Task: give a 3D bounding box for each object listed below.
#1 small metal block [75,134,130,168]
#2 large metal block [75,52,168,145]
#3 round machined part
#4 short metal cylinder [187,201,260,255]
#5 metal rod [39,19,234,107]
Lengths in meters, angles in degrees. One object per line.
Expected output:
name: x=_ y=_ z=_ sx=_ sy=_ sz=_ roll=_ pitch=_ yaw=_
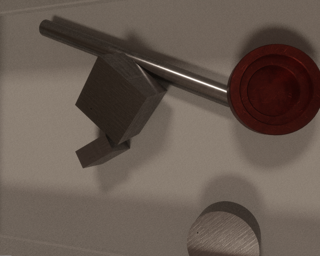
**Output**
small metal block: x=-0.077 y=0.030 z=0.423 sx=0.050 sy=0.050 sz=0.025 roll=-29 pitch=81 yaw=17
large metal block: x=-0.051 y=-0.039 z=0.400 sx=0.080 sy=0.050 sz=0.080 roll=42 pitch=122 yaw=12
round machined part: x=0.125 y=-0.041 z=0.349 sx=0.099 sy=0.042 sz=0.097 roll=0 pitch=90 yaw=3
short metal cylinder: x=0.078 y=0.133 z=0.370 sx=0.080 sy=0.050 sz=0.079 roll=0 pitch=90 yaw=19
metal rod: x=-0.043 y=-0.094 z=0.424 sx=0.301 sy=0.025 sz=0.025 roll=24 pitch=98 yaw=18
